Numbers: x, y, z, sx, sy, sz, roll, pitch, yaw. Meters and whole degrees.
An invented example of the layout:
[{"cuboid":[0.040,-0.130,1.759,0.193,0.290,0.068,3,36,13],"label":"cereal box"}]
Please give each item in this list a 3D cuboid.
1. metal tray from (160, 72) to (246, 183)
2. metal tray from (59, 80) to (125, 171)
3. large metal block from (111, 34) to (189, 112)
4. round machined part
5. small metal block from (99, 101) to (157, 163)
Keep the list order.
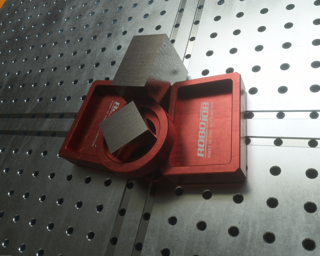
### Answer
[{"cuboid":[0.054,-0.001,0.372,0.090,0.030,0.130,-6,59,25],"label":"metal tray"},{"cuboid":[-0.079,-0.007,0.446,0.090,0.030,0.130,7,65,31],"label":"metal tray"},{"cuboid":[-0.010,-0.066,0.414,0.050,0.080,0.080,7,65,31],"label":"large metal block"},{"cuboid":[-0.026,0.016,0.384,0.098,0.042,0.098,-13,56,21],"label":"round machined part"},{"cuboid":[-0.038,0.004,0.367,0.050,0.025,0.050,-34,51,6],"label":"small metal block"}]
